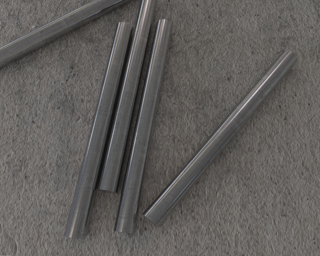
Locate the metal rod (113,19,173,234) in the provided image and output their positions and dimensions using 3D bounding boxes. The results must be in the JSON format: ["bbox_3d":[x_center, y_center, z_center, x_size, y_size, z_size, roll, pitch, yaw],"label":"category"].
[{"bbox_3d":[-0.018,-0.016,0.413,0.025,0.025,0.299,9,70,3],"label":"metal rod"}]

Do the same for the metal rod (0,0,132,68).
[{"bbox_3d":[-0.158,-0.145,0.459,0.301,0.025,0.025,-32,73,-11],"label":"metal rod"}]

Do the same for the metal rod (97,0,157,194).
[{"bbox_3d":[-0.040,-0.061,0.429,0.025,0.025,0.299,9,70,3],"label":"metal rod"}]

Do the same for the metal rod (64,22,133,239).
[{"bbox_3d":[-0.076,-0.011,0.411,0.025,0.025,0.299,9,70,3],"label":"metal rod"}]

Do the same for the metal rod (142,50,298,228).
[{"bbox_3d":[0.087,0.004,0.406,0.025,0.025,0.301,39,74,13],"label":"metal rod"}]
